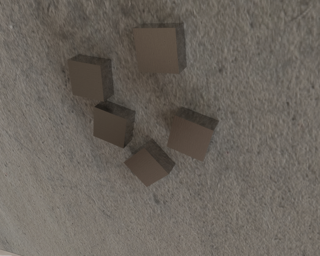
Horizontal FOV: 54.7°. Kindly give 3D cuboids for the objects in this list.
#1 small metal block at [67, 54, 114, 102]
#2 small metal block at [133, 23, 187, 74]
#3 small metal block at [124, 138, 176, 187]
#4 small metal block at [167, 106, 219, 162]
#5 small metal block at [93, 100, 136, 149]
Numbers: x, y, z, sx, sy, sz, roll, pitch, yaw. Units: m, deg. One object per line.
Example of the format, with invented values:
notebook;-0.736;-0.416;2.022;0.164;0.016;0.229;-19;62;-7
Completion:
small metal block;-0.091;-0.067;0.412;0.050;0.025;0.050;13;124;20
small metal block;0.001;-0.090;0.349;0.050;0.025;0.050;7;122;24
small metal block;-0.015;0.051;0.445;0.050;0.025;0.050;48;128;-6
small metal block;0.041;0.008;0.389;0.050;0.025;0.050;23;127;14
small metal block;-0.065;-0.006;0.436;0.050;0.025;0.050;21;126;15
